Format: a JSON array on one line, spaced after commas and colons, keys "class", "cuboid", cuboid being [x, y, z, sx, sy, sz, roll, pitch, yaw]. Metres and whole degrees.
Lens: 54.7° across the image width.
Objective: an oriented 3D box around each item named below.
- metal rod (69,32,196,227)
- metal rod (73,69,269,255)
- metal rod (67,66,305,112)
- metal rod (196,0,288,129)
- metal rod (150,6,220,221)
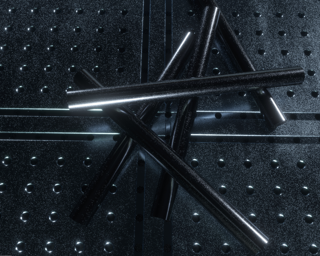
[{"class": "metal rod", "cuboid": [-0.024, -0.011, 0.415, 0.025, 0.025, 0.300, 28, 72, 9]}, {"class": "metal rod", "cuboid": [0.000, 0.028, 0.370, 0.025, 0.025, 0.300, -43, 73, -14]}, {"class": "metal rod", "cuboid": [0.041, -0.051, 0.390, 0.302, 0.025, 0.025, -8, 70, -11]}, {"class": "metal rod", "cuboid": [0.101, -0.134, 0.462, 0.025, 0.025, 0.299, -21, 72, -8]}, {"class": "metal rod", "cuboid": [0.038, -0.031, 0.412, 0.025, 0.025, 0.299, 14, 75, 4]}]
